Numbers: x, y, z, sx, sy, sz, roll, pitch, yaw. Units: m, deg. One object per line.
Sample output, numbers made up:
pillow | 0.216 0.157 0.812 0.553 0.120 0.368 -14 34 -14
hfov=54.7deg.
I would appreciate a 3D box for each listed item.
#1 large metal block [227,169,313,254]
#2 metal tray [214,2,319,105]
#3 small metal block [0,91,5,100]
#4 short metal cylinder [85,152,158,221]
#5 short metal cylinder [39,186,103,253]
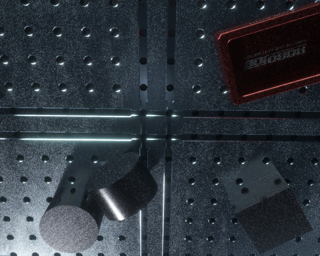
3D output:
large metal block | 0.156 0.120 0.446 0.080 0.050 0.080 -30 108 10
metal tray | 0.141 -0.089 0.378 0.131 0.030 0.090 -16 110 5
small metal block | -0.240 -0.041 0.396 0.050 0.025 0.050 -38 106 12
short metal cylinder | -0.050 0.076 0.411 0.080 0.080 0.050 -27 108 9
short metal cylinder | -0.125 0.131 0.447 0.081 0.050 0.079 0 110 0
